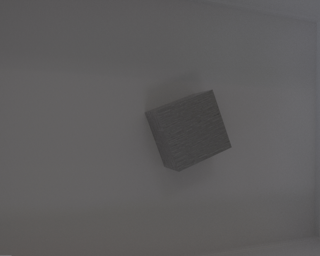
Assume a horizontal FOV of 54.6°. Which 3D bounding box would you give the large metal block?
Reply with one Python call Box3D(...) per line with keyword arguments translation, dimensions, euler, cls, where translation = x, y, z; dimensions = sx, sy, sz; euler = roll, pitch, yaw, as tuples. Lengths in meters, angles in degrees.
Box3D(translation=(0.037, 0.002, 0.410), dimensions=(0.081, 0.050, 0.080), euler=(-22, 98, -19), cls="large metal block")
